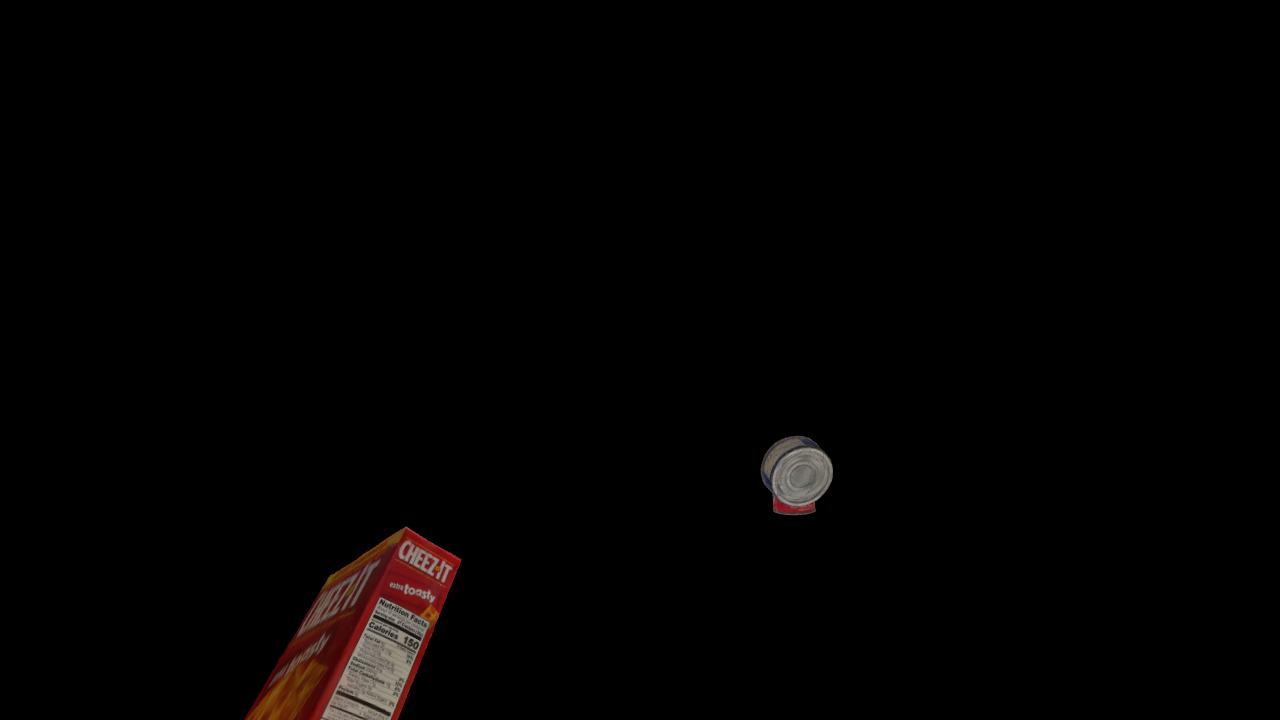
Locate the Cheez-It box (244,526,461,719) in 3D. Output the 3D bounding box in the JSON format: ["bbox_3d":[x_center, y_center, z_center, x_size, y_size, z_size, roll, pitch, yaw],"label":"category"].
[{"bbox_3d":[-0.253,0.269,0.507,0.166,0.223,0.071,-32,-63,33],"label":"Cheez-It box"}]

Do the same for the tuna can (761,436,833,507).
[{"bbox_3d":[0.196,0.139,0.766,0.084,0.084,0.034,0,16,-11],"label":"tuna can"}]

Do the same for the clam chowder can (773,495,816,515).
[{"bbox_3d":[0.246,0.193,0.995,0.068,0.102,0.068,-3,-2,0],"label":"clam chowder can"}]
